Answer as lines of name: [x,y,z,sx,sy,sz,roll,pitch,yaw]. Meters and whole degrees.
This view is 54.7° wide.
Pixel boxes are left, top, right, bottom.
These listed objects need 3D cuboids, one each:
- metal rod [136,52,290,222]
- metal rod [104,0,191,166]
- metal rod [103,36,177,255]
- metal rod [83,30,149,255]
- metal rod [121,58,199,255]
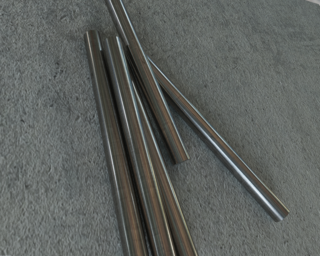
metal rod: [0.066,0.007,0.434,0.300,0.025,0.025,49,51,6]
metal rod: [-0.029,-0.092,0.421,0.025,0.025,0.299,-15,77,-34]
metal rod: [-0.025,0.024,0.357,0.025,0.025,0.299,-4,68,-30]
metal rod: [-0.058,0.004,0.369,0.025,0.025,0.299,-1,62,-29]
metal rod: [-0.016,0.018,0.384,0.025,0.025,0.299,-7,65,-31]
